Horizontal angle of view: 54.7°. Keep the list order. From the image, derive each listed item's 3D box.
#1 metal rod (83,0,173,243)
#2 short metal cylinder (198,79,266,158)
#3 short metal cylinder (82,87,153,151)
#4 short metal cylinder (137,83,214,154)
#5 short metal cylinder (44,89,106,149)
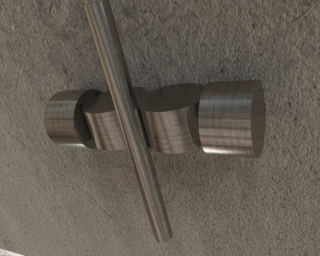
[{"bbox_3d":[-0.027,0.014,0.352,0.025,0.025,0.298,1,119,28],"label":"metal rod"},{"bbox_3d":[0.078,-0.010,0.326,0.050,0.080,0.080,1,119,28],"label":"short metal cylinder"},{"bbox_3d":[-0.051,-0.014,0.391,0.080,0.080,0.050,1,119,28],"label":"short metal cylinder"},{"bbox_3d":[0.019,-0.013,0.354,0.080,0.080,0.050,1,119,28],"label":"short metal cylinder"},{"bbox_3d":[-0.108,-0.012,0.422,0.050,0.080,0.080,1,119,28],"label":"short metal cylinder"}]
